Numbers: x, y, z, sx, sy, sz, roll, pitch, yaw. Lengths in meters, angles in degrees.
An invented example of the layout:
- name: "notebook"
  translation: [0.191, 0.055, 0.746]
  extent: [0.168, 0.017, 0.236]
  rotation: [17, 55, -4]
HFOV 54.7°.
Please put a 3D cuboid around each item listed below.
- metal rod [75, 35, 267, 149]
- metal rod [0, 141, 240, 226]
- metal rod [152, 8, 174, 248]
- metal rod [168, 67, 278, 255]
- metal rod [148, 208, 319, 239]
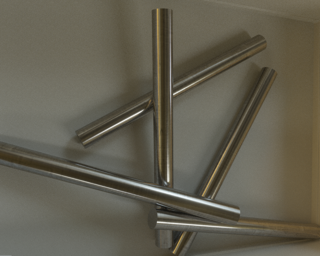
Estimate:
- name: "metal rod"
  translation: [0.028, -0.057, 0.421]
  extent: [0.302, 0.025, 0.025]
  rotation: [-30, 100, -18]
- name: "metal rod"
  translation: [-0.047, 0.068, 0.367]
  extent: [0.302, 0.025, 0.025]
  rotation: [17, 84, -10]
- name: "metal rod"
  translation: [0.004, 0.007, 0.391]
  extent: [0.025, 0.025, 0.298]
  rotation: [-4, 100, -20]
- name: "metal rod"
  translation: [0.095, 0.042, 0.447]
  extent: [0.025, 0.025, 0.300]
  rotation: [33, 79, -18]
- name: "metal rod"
  translation: [0.122, 0.139, 0.438]
  extent: [0.302, 0.025, 0.025]
  rotation: [13, 86, -27]
